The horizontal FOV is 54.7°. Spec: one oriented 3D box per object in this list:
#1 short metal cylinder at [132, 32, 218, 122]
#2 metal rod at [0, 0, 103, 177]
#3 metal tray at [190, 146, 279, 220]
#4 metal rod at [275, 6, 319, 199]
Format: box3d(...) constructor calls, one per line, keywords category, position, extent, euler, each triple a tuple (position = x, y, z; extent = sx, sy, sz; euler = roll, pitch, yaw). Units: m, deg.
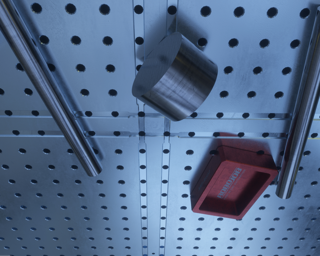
box3d(category="short metal cylinder", position=(0.014, -0.054, 0.330), extent=(0.050, 0.080, 0.080), euler=(33, 123, -25))
box3d(category="metal rod", position=(-0.133, -0.047, 0.369), extent=(0.025, 0.025, 0.299), euler=(-11, 130, 8))
box3d(category="metal tray", position=(0.112, 0.090, 0.487), extent=(0.091, 0.030, 0.129), euler=(12, 129, -11))
box3d(category="metal rod", position=(0.187, -0.007, 0.408), extent=(0.025, 0.025, 0.298), euler=(-5, 130, 3))
